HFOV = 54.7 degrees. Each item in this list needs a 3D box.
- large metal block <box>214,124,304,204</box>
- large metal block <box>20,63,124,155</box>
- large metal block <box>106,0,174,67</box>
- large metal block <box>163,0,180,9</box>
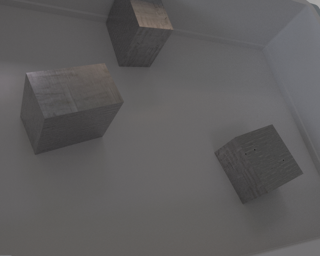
[{"bbox_3d":[0.137,0.049,0.433,0.081,0.050,0.080,-15,70,-34],"label":"large metal block"},{"bbox_3d":[-0.096,-0.020,0.331,0.081,0.080,0.050,-16,71,-34],"label":"large metal block"},{"bbox_3d":[-0.032,-0.144,0.440,0.050,0.080,0.080,-5,65,-31],"label":"large metal block"},{"bbox_3d":[-0.011,-0.253,0.540,0.081,0.050,0.080,-26,76,-37],"label":"large metal block"}]
